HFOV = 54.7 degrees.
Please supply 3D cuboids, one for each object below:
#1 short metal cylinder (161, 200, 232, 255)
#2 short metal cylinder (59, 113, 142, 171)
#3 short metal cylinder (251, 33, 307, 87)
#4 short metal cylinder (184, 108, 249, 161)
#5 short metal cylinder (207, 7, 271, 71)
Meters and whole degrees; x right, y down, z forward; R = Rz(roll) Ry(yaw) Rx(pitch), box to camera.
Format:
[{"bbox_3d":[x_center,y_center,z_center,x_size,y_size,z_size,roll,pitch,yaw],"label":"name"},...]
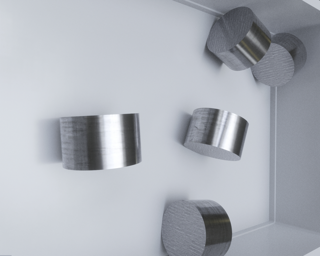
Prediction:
[{"bbox_3d":[0.047,0.136,0.411,0.050,0.080,0.080,11,83,-40],"label":"short metal cylinder"},{"bbox_3d":[-0.060,0.012,0.320,0.081,0.080,0.050,-5,94,-40],"label":"short metal cylinder"},{"bbox_3d":[0.206,-0.120,0.543,0.050,0.080,0.080,-37,113,-34],"label":"short metal cylinder"},{"bbox_3d":[0.079,0.010,0.437,0.080,0.080,0.050,27,73,-37],"label":"short metal cylinder"},{"bbox_3d":[0.119,-0.134,0.470,0.050,0.080,0.080,31,71,-36],"label":"short metal cylinder"}]
